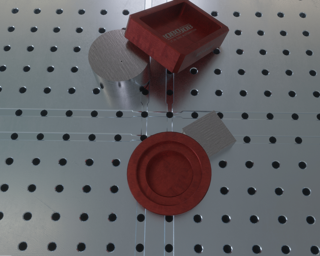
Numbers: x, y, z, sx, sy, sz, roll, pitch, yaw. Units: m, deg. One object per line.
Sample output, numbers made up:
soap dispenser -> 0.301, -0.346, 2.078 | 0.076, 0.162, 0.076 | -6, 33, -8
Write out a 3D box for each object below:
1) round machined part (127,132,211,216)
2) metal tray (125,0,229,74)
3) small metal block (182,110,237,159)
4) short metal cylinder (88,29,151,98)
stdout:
round machined part -> 0.012, 0.057, 0.378 | 0.099, 0.042, 0.098 | -2, 73, 6
metal tray -> 0.027, -0.132, 0.426 | 0.090, 0.030, 0.131 | 39, 47, 13
small metal block -> 0.063, 0.013, 0.408 | 0.050, 0.025, 0.050 | -30, 73, -11
short metal cylinder -> -0.054, -0.088, 0.430 | 0.081, 0.050, 0.080 | 0, 70, 0
